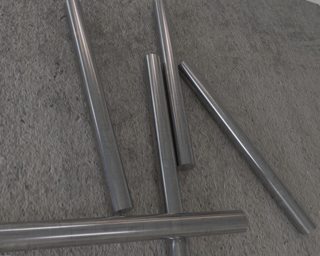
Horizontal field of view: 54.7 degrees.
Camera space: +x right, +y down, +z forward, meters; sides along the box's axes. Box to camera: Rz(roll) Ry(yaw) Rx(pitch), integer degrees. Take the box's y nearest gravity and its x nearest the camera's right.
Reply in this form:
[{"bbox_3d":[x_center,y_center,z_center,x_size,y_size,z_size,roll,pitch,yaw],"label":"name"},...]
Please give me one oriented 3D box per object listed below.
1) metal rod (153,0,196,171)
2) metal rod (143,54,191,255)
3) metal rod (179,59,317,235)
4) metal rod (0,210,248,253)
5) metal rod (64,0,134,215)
[{"bbox_3d":[0.016,-0.081,0.461,0.025,0.025,0.299,7,59,-25],"label":"metal rod"},{"bbox_3d":[0.006,0.030,0.388,0.025,0.025,0.299,6,59,-25],"label":"metal rod"},{"bbox_3d":[0.121,0.020,0.456,0.025,0.025,0.299,-27,77,-37],"label":"metal rod"},{"bbox_3d":[-0.051,0.097,0.295,0.302,0.025,0.025,3,60,-20],"label":"metal rod"},{"bbox_3d":[-0.082,-0.043,0.385,0.025,0.025,0.299,-4,64,-30],"label":"metal rod"}]
